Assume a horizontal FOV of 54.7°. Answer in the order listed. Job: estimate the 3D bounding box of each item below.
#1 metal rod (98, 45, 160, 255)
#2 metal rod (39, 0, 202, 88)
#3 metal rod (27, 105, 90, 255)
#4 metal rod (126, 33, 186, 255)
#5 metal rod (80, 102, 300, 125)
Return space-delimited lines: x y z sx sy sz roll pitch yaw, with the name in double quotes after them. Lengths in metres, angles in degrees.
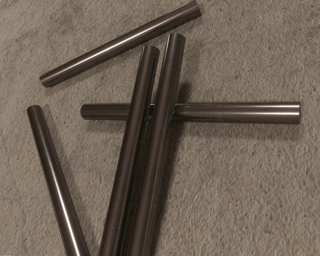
-0.036 0.032 0.379 0.025 0.025 0.299 -1 68 27 "metal rod"
-0.075 -0.138 0.525 0.301 0.025 0.025 -21 54 14 "metal rod"
-0.150 0.067 0.439 0.025 0.025 0.300 -37 51 3 "metal rod"
-0.003 0.020 0.367 0.025 0.025 0.299 0 69 28 "metal rod"
0.019 -0.020 0.405 0.300 0.025 0.025 2 63 28 "metal rod"
